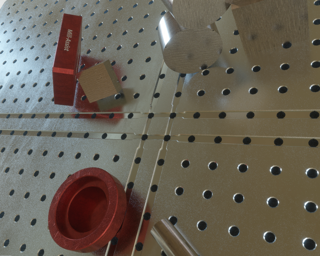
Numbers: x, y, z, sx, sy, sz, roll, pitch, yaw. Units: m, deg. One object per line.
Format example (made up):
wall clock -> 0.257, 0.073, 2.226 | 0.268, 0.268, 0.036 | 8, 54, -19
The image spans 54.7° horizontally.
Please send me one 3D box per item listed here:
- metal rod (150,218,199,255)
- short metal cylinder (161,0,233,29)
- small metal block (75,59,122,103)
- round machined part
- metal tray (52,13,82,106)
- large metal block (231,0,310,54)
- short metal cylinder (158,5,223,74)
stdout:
metal rod -> 0.086, 0.189, 0.247 | 0.025, 0.025, 0.300 | -45, 51, -3
short metal cylinder -> 0.041, -0.164, 0.359 | 0.080, 0.080, 0.050 | -32, 58, 7
small metal block -> -0.095, -0.073, 0.483 | 0.050, 0.050, 0.025 | -17, 19, 18
round machined part -> -0.083, 0.101, 0.379 | 0.098, 0.042, 0.098 | -13, 56, 21
metal tray -> -0.153, -0.113, 0.516 | 0.030, 0.089, 0.130 | 6, 57, -13
large metal block -> 0.139, -0.147, 0.390 | 0.080, 0.080, 0.050 | -9, 58, 23
short metal cylinder -> 0.040, -0.121, 0.426 | 0.080, 0.080, 0.050 | -21, 54, 15
